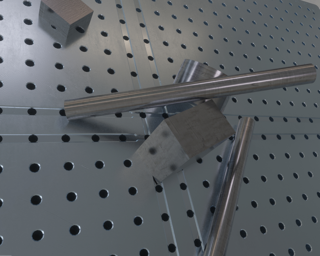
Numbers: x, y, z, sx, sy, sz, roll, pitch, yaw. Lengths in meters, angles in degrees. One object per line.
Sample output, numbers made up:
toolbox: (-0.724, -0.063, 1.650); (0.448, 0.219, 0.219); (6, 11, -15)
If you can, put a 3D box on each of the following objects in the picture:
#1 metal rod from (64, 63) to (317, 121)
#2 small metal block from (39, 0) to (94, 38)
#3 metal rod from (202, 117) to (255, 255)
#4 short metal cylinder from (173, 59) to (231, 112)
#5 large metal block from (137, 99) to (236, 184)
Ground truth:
metal rod: (0.039, -0.044, 0.375); (0.302, 0.025, 0.025); (-9, 64, -4)
small metal block: (-0.132, -0.163, 0.437); (0.050, 0.025, 0.050); (40, 51, -1)
metal rod: (0.085, 0.098, 0.393); (0.025, 0.025, 0.301); (32, 51, -8)
short metal cylinder: (0.059, -0.055, 0.430); (0.080, 0.080, 0.050); (24, 94, -14)
large metal block: (0.030, 0.017, 0.379); (0.081, 0.080, 0.050); (-24, 75, -36)
